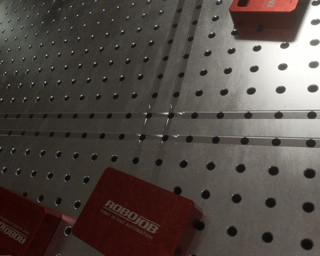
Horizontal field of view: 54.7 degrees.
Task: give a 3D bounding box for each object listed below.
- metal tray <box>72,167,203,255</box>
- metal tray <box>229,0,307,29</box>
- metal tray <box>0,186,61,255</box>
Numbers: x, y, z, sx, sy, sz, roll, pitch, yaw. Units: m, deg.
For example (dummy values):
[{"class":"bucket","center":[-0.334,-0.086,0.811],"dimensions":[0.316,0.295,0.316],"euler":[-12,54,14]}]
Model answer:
[{"class":"metal tray","center":[-0.029,0.107,0.353],"dimensions":[0.130,0.030,0.090],"euler":[16,70,34]},{"class":"metal tray","center":[0.165,-0.203,0.441],"dimensions":[0.090,0.030,0.130],"euler":[15,69,33]},{"class":"metal tray","center":[-0.208,0.138,0.426],"dimensions":[0.130,0.030,0.090],"euler":[11,67,32]}]
